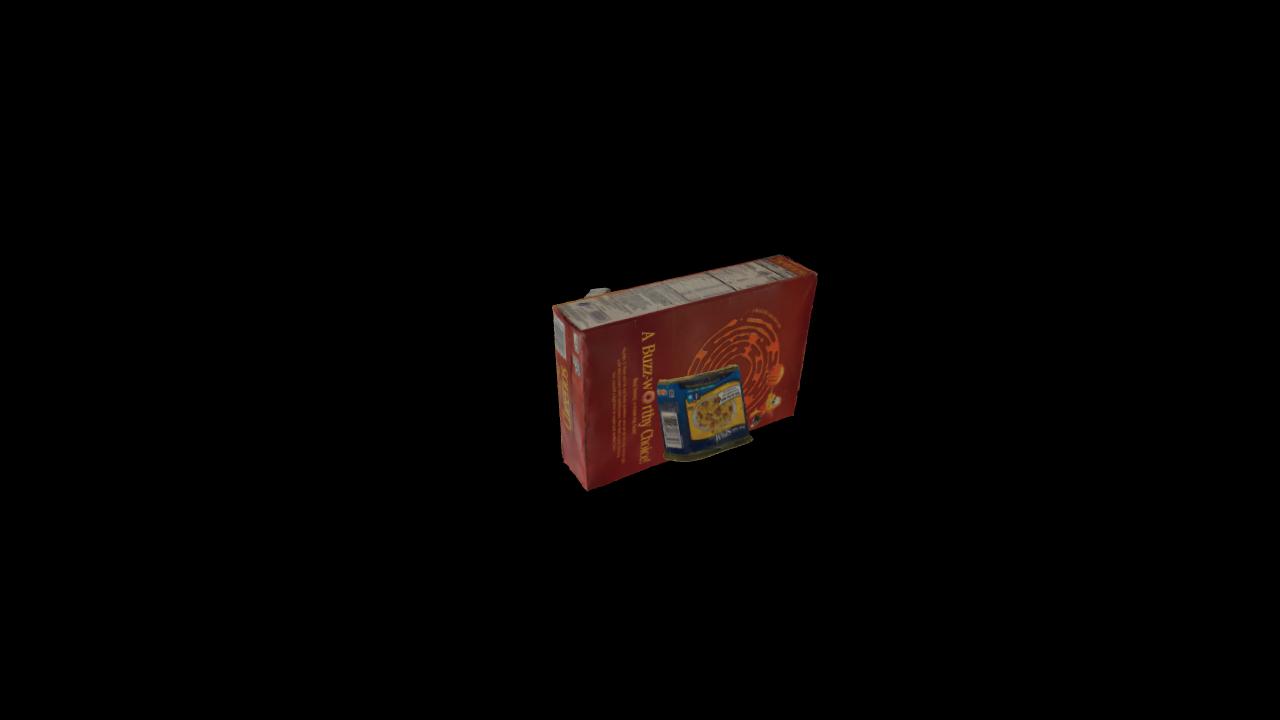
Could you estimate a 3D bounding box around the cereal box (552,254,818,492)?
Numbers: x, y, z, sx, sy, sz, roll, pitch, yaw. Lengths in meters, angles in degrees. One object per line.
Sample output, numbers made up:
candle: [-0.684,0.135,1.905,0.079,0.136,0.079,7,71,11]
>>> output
cereal box: [0.057,0.007,0.708,0.306,0.203,0.081,-17,35,-26]

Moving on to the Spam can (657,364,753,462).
Spam can: [0.068,0.054,0.659,0.101,0.085,0.058,-12,4,-37]

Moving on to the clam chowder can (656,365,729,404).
clam chowder can: [0.049,-0.009,0.767,0.102,0.068,0.068,-7,5,-40]

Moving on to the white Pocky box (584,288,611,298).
white Pocky box: [-0.044,-0.003,0.737,0.028,0.154,0.084,-4,18,7]
